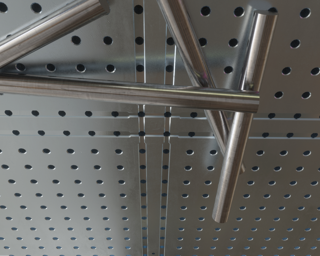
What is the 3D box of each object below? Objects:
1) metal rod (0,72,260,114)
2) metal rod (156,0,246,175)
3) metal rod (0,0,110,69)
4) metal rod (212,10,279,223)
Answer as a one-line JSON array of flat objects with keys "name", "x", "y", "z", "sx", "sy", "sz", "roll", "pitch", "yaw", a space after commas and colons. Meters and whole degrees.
[{"name": "metal rod", "x": -0.044, "y": -0.041, "z": 0.351, "sx": 0.302, "sy": 0.025, "sz": 0.025, "roll": 5, "pitch": 130, "yaw": 5}, {"name": "metal rod", "x": 0.057, "y": -0.043, "z": 0.375, "sx": 0.025, "sy": 0.025, "sz": 0.299, "roll": -18, "pitch": 128, "yaw": 14}, {"name": "metal rod", "x": -0.191, "y": -0.074, "z": 0.345, "sx": 0.301, "sy": 0.025, "sz": 0.025, "roll": -21, "pitch": 127, "yaw": 16}, {"name": "metal rod", "x": 0.100, "y": 0.009, "z": 0.393, "sx": 0.025, "sy": 0.025, "sz": 0.298, "roll": 2, "pitch": 122, "yaw": -2}]
